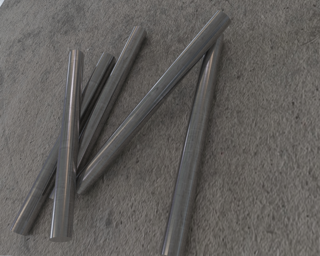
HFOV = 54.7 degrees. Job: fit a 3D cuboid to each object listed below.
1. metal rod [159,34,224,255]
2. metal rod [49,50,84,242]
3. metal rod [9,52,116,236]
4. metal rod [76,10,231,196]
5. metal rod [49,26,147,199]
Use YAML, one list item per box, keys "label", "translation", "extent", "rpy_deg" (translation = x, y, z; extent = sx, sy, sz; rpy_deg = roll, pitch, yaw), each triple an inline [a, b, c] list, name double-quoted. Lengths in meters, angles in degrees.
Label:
- label: "metal rod"
  translation: [0.045, 0.000, 0.379]
  extent: [0.025, 0.025, 0.300]
  rpy_deg: [0, 61, 28]
- label: "metal rod"
  translation: [-0.126, 0.003, 0.434]
  extent: [0.025, 0.025, 0.299]
  rpy_deg: [-18, 54, 18]
- label: "metal rod"
  translation: [-0.138, 0.011, 0.469]
  extent: [0.025, 0.025, 0.300]
  rpy_deg: [9, 66, 32]
- label: "metal rod"
  translation: [-0.012, -0.033, 0.411]
  extent: [0.300, 0.025, 0.025]
  rpy_deg: [-50, 51, 0]
- label: "metal rod"
  translation: [-0.086, -0.032, 0.468]
  extent: [0.025, 0.025, 0.300]
  rpy_deg: [8, 66, 32]
